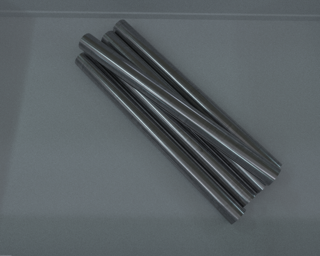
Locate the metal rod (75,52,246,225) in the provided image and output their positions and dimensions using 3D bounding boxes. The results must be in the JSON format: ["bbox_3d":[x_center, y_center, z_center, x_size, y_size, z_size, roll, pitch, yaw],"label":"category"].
[{"bbox_3d":[-0.009,0.004,0.407,0.025,0.025,0.300,-41,75,-14],"label":"metal rod"}]

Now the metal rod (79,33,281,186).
[{"bbox_3d":[0.016,-0.030,0.392,0.300,0.025,0.025,37,74,12],"label":"metal rod"}]

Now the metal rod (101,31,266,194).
[{"bbox_3d":[0.026,-0.030,0.419,0.025,0.025,0.300,-41,75,-14],"label":"metal rod"}]

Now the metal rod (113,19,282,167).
[{"bbox_3d":[0.042,-0.049,0.426,0.025,0.025,0.300,-41,75,-14],"label":"metal rod"}]

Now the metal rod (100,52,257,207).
[{"bbox_3d":[0.007,-0.015,0.414,0.025,0.025,0.300,-41,75,-14],"label":"metal rod"}]
